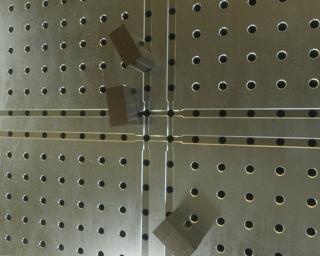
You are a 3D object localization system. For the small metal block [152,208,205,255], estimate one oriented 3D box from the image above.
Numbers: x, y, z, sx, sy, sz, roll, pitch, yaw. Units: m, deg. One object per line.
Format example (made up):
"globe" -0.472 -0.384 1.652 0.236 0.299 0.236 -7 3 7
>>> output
"small metal block" 0.025 0.134 0.391 0.050 0.050 0.025 44 104 14

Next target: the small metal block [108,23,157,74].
"small metal block" -0.035 -0.104 0.412 0.025 0.050 0.050 -32 80 17

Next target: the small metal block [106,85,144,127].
"small metal block" -0.046 -0.028 0.416 0.025 0.050 0.050 -9 87 20
